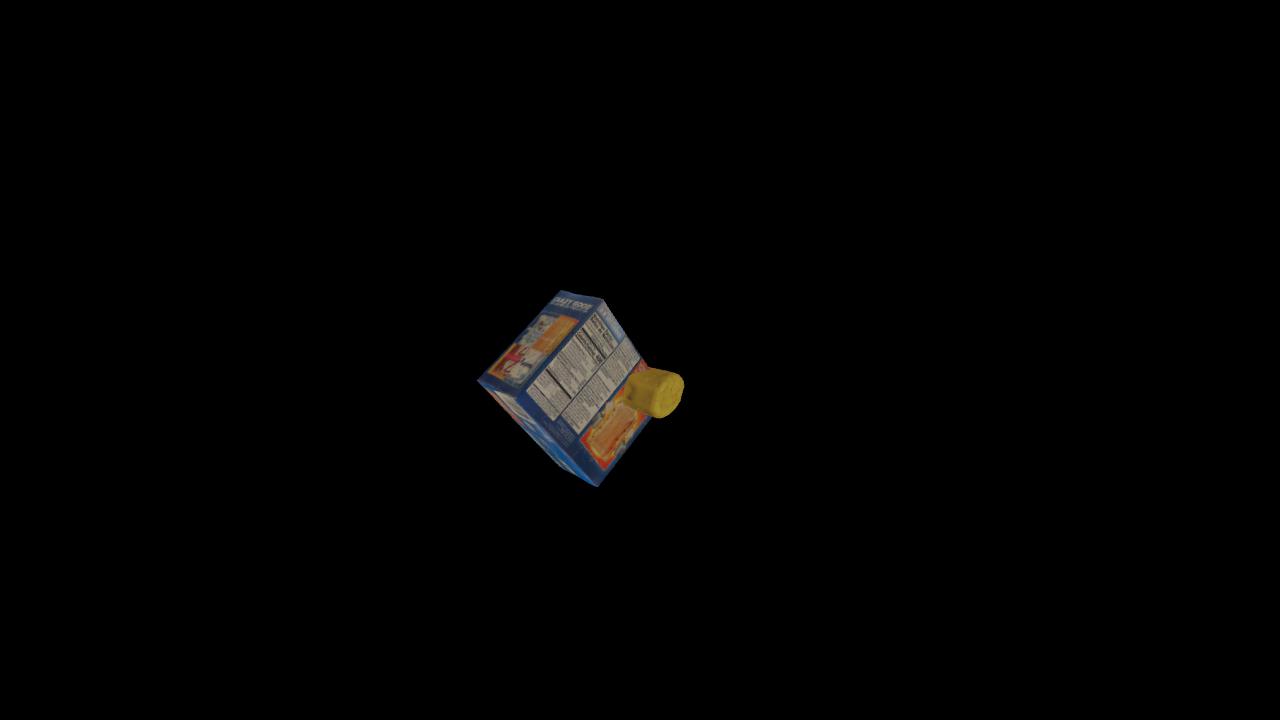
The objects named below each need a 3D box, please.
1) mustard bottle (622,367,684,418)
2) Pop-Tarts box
[{"bbox_3d":[-0.046,0.018,0.735,0.184,0.054,0.092,17,15,22],"label":"mustard bottle"},{"bbox_3d":[-0.069,0.032,0.687,0.083,0.141,0.167,19,-28,44],"label":"Pop-Tarts box"}]
